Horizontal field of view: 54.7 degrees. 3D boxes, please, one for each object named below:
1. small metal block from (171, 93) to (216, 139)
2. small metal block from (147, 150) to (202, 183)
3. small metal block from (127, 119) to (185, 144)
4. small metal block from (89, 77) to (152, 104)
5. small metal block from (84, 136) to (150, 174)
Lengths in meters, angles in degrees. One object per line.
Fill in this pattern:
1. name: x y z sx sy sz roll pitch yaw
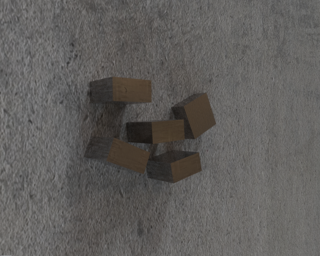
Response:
1. small metal block: 0.049 -0.018 0.446 0.050 0.025 0.050 -32 110 -35
2. small metal block: 0.017 0.049 0.403 0.050 0.050 0.025 -16 100 -39
3. small metal block: -0.006 0.004 0.383 0.050 0.050 0.025 -6 94 -40
4. small metal block: -0.045 -0.041 0.350 0.050 0.050 0.025 -2 91 -40
5. small metal block: -0.048 0.030 0.348 0.050 0.050 0.025 26 74 -37
